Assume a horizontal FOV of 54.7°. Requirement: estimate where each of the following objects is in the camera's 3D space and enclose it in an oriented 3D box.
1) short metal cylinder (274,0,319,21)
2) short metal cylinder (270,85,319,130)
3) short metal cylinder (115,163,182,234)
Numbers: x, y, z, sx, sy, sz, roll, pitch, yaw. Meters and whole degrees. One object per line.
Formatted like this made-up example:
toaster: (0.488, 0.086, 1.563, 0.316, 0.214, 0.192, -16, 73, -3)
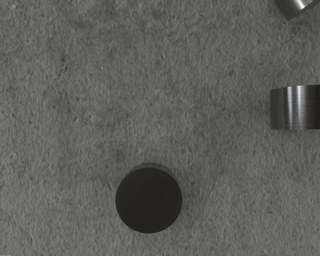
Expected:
short metal cylinder: (0.183, -0.179, 0.385, 0.080, 0.080, 0.050, -31, 90, 0)
short metal cylinder: (0.180, -0.024, 0.385, 0.081, 0.080, 0.050, -1, 90, -1)
short metal cylinder: (-0.013, 0.087, 0.397, 0.081, 0.050, 0.079, 0, 90, -1)
